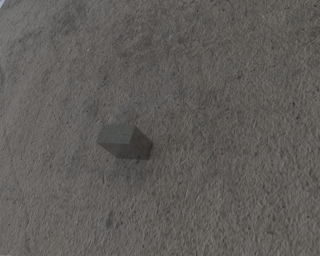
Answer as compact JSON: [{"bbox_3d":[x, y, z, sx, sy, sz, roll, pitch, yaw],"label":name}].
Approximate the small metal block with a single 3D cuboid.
[{"bbox_3d":[-0.045,0.019,0.401,0.050,0.050,0.025,0,62,28],"label":"small metal block"}]
